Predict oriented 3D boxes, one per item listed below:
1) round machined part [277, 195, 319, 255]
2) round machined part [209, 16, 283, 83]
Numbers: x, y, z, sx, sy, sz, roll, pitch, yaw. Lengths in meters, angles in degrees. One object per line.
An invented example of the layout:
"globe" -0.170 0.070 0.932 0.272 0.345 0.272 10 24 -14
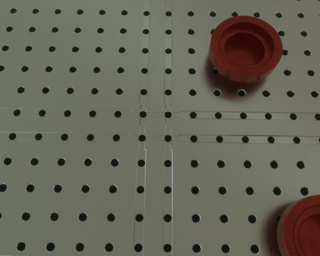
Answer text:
"round machined part" 0.184 0.129 0.358 0.099 0.042 0.098 0 70 -1
"round machined part" 0.119 -0.108 0.444 0.099 0.042 0.098 0 70 -1
